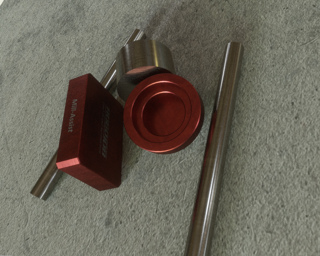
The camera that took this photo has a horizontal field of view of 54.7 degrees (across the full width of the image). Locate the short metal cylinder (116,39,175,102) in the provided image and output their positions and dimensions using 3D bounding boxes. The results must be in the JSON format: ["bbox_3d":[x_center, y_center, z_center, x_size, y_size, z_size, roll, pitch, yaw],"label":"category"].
[{"bbox_3d":[-0.019,-0.073,0.424,0.080,0.080,0.050,-20,54,16],"label":"short metal cylinder"}]

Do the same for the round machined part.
[{"bbox_3d":[0.008,-0.015,0.387,0.098,0.042,0.098,-5,76,19],"label":"round machined part"}]

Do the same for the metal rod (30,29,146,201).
[{"bbox_3d":[-0.102,-0.030,0.476,0.025,0.025,0.300,17,70,34],"label":"metal rod"}]

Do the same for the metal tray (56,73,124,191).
[{"bbox_3d":[-0.085,0.006,0.402,0.030,0.090,0.130,-15,56,20],"label":"metal tray"}]

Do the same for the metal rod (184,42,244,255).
[{"bbox_3d":[0.064,0.024,0.355,0.025,0.025,0.300,1,62,29],"label":"metal rod"}]
